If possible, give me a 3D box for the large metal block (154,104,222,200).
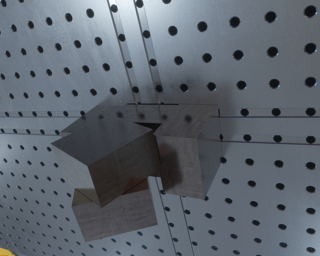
[{"bbox_3d":[0.037,0.025,0.370,0.050,0.080,0.079,4,120,26],"label":"large metal block"}]

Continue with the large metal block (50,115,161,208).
[{"bbox_3d":[-0.059,0.031,0.342,0.080,0.081,0.050,18,128,45],"label":"large metal block"}]

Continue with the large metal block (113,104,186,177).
[{"bbox_3d":[-0.016,0.016,0.409,0.080,0.050,0.079,3,120,26],"label":"large metal block"}]

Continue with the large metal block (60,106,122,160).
[{"bbox_3d":[-0.080,0.022,0.430,0.050,0.080,0.079,2,119,27],"label":"large metal block"}]

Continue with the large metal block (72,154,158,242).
[{"bbox_3d":[-0.051,0.076,0.362,0.081,0.080,0.050,-13,116,-3],"label":"large metal block"}]
